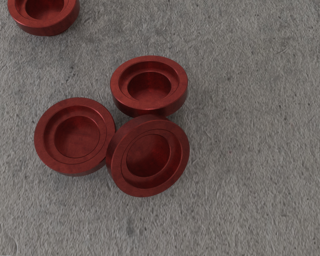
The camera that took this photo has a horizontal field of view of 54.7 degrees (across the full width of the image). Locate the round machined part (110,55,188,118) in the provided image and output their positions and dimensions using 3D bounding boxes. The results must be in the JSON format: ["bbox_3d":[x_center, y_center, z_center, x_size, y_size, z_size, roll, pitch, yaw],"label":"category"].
[{"bbox_3d":[-0.013,-0.048,0.407,0.099,0.042,0.098,-1,52,1],"label":"round machined part"}]

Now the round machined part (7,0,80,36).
[{"bbox_3d":[-0.169,-0.177,0.463,0.099,0.042,0.098,0,70,0],"label":"round machined part"}]

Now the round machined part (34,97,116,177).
[{"bbox_3d":[-0.103,0.014,0.393,0.099,0.042,0.098,0,70,0],"label":"round machined part"}]

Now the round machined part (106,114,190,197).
[{"bbox_3d":[-0.017,0.029,0.369,0.098,0.098,0.042,-35,32,-12],"label":"round machined part"}]
